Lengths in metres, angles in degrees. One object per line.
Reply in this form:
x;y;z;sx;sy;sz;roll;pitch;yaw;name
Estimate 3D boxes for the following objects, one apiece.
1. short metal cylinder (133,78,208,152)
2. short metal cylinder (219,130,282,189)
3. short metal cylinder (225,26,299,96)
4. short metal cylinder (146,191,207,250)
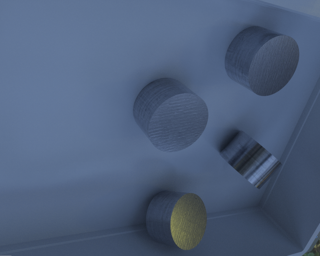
0.013;-0.017;0.389;0.081;0.050;0.079;-14;124;-21;short metal cylinder
0.139;0.048;0.479;0.050;0.080;0.080;-49;129;6;short metal cylinder
0.134;-0.089;0.410;0.081;0.050;0.079;-14;124;-21;short metal cylinder
0.026;0.137;0.467;0.081;0.050;0.080;6;81;-44;short metal cylinder
